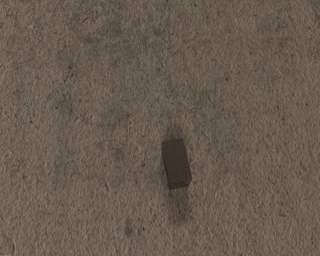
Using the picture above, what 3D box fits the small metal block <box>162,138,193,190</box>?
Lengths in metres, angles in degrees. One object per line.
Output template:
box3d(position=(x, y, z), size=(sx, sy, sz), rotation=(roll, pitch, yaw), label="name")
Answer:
box3d(position=(0.019, 0.045, 0.379), size=(0.025, 0.050, 0.050), rotation=(-10, 71, -4), label="small metal block")
